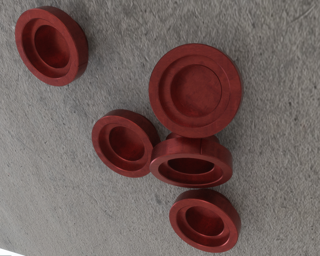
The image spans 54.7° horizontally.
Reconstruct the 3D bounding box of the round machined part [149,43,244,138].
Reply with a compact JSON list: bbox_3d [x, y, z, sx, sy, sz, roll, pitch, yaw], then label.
[{"bbox_3d":[0.041,-0.040,0.337,0.098,0.042,0.097,4,102,20],"label":"round machined part"}]

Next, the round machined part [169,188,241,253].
[{"bbox_3d":[0.066,0.125,0.439,0.098,0.042,0.097,13,124,21],"label":"round machined part"}]

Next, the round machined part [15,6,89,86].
[{"bbox_3d":[-0.133,-0.107,0.400,0.098,0.042,0.097,13,124,21],"label":"round machined part"}]

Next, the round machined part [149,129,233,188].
[{"bbox_3d":[0.039,0.036,0.380,0.099,0.042,0.098,5,147,4],"label":"round machined part"}]

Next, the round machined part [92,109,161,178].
[{"bbox_3d":[-0.041,0.017,0.428,0.098,0.042,0.097,13,124,21],"label":"round machined part"}]
